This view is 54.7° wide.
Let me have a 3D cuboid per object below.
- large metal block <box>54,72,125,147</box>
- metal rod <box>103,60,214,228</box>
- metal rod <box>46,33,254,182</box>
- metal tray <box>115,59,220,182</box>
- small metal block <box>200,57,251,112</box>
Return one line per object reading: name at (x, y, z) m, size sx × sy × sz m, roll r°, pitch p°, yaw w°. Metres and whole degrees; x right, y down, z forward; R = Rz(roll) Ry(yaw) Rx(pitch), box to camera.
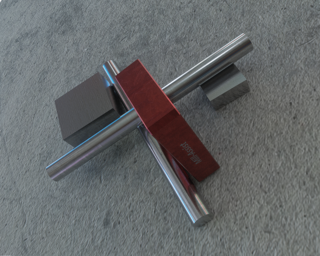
large metal block at (-0.099, -0.022, 0.451) m, size 0.080 × 0.050 × 0.080 m, roll -32°, pitch 52°, yaw 7°
metal rod at (-0.018, -0.002, 0.415) m, size 0.025 × 0.025 × 0.300 m, roll -36°, pitch 51°, yaw 4°
metal rod at (-0.017, -0.023, 0.394) m, size 0.300 × 0.025 × 0.025 m, roll -34°, pitch 52°, yaw 5°
metal tray at (0.011, -0.004, 0.332) m, size 0.030 × 0.130 × 0.090 m, roll -37°, pitch 51°, yaw 4°
small metal block at (0.079, -0.057, 0.398) m, size 0.050 × 0.025 × 0.050 m, roll -31°, pitch 52°, yaw 8°
